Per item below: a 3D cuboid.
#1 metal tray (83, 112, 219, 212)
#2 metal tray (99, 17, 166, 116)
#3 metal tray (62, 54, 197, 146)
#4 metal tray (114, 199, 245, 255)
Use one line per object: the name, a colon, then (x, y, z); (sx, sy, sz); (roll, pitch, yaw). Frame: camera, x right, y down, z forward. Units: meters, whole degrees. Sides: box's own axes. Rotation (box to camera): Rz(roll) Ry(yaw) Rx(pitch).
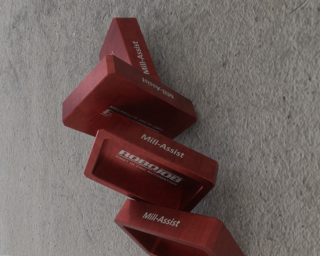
metal tray: (-0.013, 0.047, 0.348); (0.131, 0.030, 0.089); (26, 133, -3)
metal tray: (-0.041, -0.068, 0.414); (0.090, 0.030, 0.130); (-45, 60, 57)
metal tray: (-0.032, -0.018, 0.358); (0.090, 0.131, 0.030); (-39, 45, 29)
metal tray: (0.021, 0.126, 0.348); (0.130, 0.090, 0.030); (1, 46, 40)
